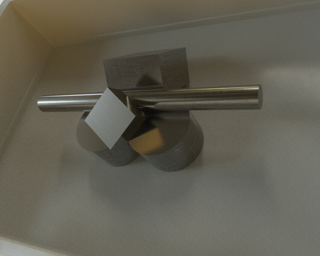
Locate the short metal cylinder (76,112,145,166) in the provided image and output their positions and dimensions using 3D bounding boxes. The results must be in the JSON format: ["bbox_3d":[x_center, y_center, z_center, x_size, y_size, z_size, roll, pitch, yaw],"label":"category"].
[{"bbox_3d":[-0.064,0.005,0.417,0.080,0.050,0.080,-13,56,20],"label":"short metal cylinder"}]

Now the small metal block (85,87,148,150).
[{"bbox_3d":[-0.051,-0.011,0.358,0.050,0.025,0.050,45,109,20],"label":"small metal block"}]

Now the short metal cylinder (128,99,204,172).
[{"bbox_3d":[0.007,0.007,0.379,0.080,0.050,0.080,-13,56,20],"label":"short metal cylinder"}]

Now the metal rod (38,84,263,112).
[{"bbox_3d":[-0.033,-0.033,0.376,0.300,0.025,0.025,1,62,28],"label":"metal rod"}]

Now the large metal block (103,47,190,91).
[{"bbox_3d":[-0.015,-0.074,0.414,0.080,0.050,0.080,1,19,28],"label":"large metal block"}]
